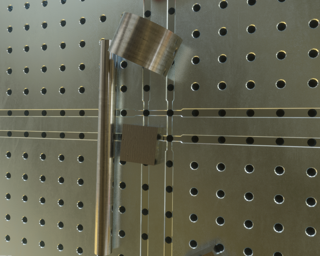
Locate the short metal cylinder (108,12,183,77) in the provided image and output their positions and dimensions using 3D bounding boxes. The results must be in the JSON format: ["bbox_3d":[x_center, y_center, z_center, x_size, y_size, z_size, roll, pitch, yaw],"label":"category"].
[{"bbox_3d":[-0.018,-0.103,0.390,0.080,0.080,0.050,27,99,18],"label":"short metal cylinder"}]

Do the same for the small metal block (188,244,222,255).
[{"bbox_3d":[0.059,0.184,0.392,0.050,0.025,0.050,-31,80,17],"label":"small metal block"}]

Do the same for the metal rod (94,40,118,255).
[{"bbox_3d":[-0.076,0.027,0.439,0.025,0.025,0.298,2,91,20],"label":"metal rod"}]

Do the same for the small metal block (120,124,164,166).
[{"bbox_3d":[-0.024,0.022,0.421,0.050,0.025,0.050,6,92,19],"label":"small metal block"}]
